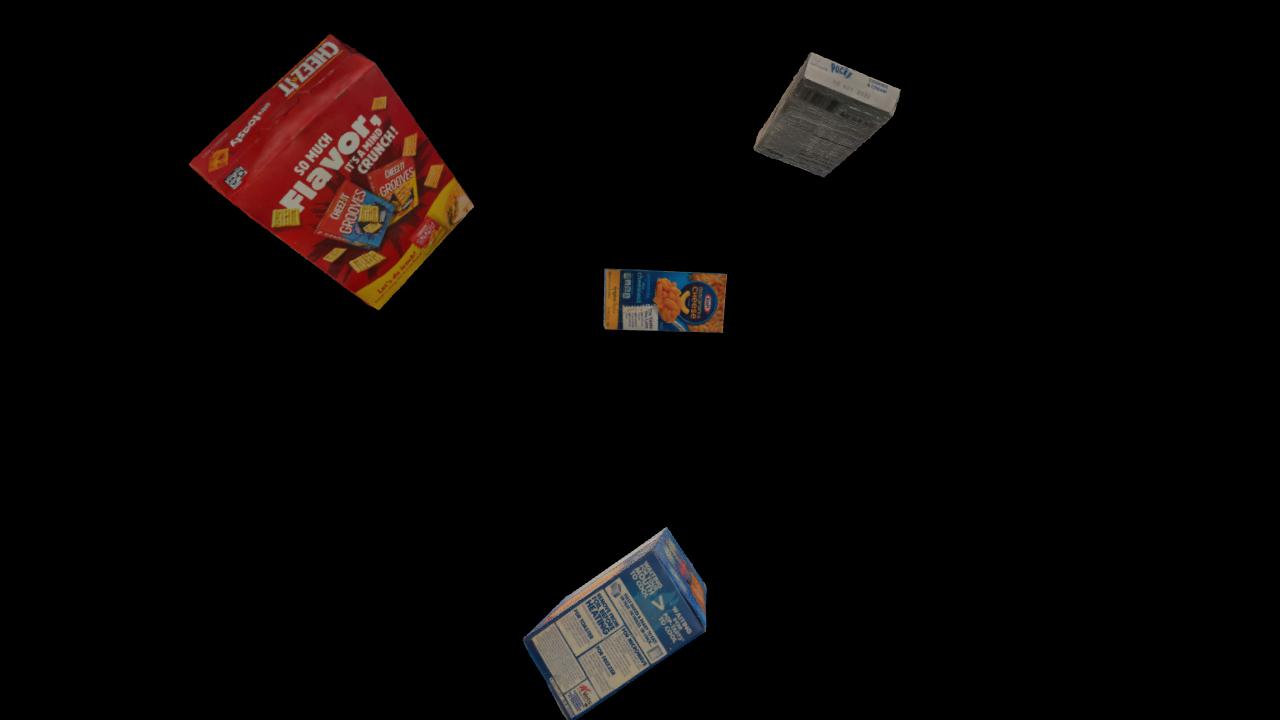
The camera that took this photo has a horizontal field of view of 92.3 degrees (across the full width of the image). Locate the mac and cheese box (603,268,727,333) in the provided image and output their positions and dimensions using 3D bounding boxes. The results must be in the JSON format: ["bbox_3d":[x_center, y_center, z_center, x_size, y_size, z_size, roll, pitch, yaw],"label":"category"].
[{"bbox_3d":[0.037,-0.090,0.938,0.184,0.093,0.041,1,9,-7],"label":"mac and cheese box"}]

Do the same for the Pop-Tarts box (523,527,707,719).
[{"bbox_3d":[-0.014,0.244,0.595,0.141,0.083,0.167,-35,-10,0],"label":"Pop-Tarts box"}]

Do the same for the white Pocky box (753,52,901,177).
[{"bbox_3d":[0.166,-0.219,0.571,0.084,0.028,0.154,20,-4,-3],"label":"white Pocky box"}]

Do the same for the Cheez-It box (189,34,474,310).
[{"bbox_3d":[-0.279,-0.168,0.605,0.071,0.166,0.223,37,-9,18],"label":"Cheez-It box"}]
